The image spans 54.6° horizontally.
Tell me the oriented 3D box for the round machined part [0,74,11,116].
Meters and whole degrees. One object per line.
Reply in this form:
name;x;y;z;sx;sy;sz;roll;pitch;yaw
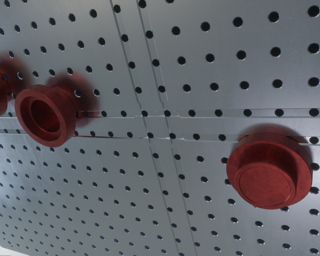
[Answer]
round machined part;-0.292;-0.063;0.516;0.098;0.042;0.097;13;124;21

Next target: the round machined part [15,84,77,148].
round machined part;-0.169;-0.022;0.477;0.098;0.042;0.097;13;124;21

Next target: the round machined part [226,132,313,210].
round machined part;0.127;0.058;0.369;0.098;0.042;0.097;13;124;21
